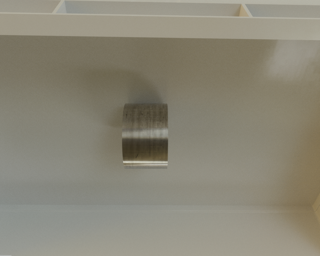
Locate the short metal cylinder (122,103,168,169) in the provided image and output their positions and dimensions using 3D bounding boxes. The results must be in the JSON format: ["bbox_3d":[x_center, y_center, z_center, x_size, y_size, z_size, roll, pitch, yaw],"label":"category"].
[{"bbox_3d":[-0.017,0.010,0.378,0.050,0.080,0.079,0,130,-1],"label":"short metal cylinder"}]
